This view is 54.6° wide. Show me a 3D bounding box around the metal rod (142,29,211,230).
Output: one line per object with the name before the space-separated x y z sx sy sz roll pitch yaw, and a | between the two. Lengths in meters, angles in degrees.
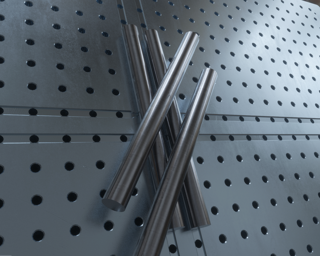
metal rod | 0.016 -0.016 0.426 0.025 0.025 0.299 1 61 -28

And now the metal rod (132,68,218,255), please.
metal rod | 0.027 0.029 0.372 0.025 0.025 0.301 30 52 -9

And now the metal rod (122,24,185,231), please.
metal rod | -0.015 -0.018 0.411 0.025 0.025 0.299 1 61 -28

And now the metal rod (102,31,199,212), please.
metal rod | 0.002 -0.033 0.397 0.025 0.025 0.301 31 52 -9
